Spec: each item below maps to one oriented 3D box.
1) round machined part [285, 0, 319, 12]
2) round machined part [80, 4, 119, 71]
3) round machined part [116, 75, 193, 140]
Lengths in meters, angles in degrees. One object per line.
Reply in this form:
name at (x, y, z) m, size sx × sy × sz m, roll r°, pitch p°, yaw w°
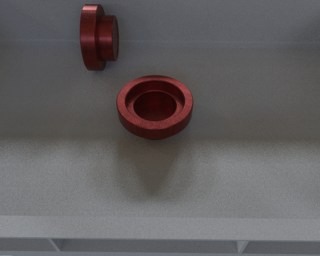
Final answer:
round machined part at (0.293, -0.271, 0.626) m, size 0.099 × 0.042 × 0.098 m, roll 0°, pitch 50°, yaw 0°
round machined part at (-0.088, -0.136, 0.471) m, size 0.042 × 0.097 × 0.098 m, roll 1°, pitch 50°, yaw 0°
round machined part at (-0.006, -0.023, 0.413) m, size 0.099 × 0.042 × 0.098 m, roll 0°, pitch 50°, yaw 0°
